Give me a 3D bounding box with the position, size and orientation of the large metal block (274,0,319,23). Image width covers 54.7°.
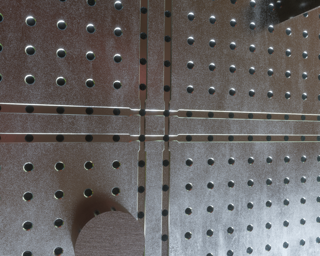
[{"bbox_3d":[0.234,-0.208,0.472,0.081,0.080,0.050,-25,99,-19],"label":"large metal block"}]

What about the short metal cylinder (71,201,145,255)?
[{"bbox_3d":[-0.064,0.134,0.377,0.081,0.050,0.079,0,90,-21],"label":"short metal cylinder"}]
